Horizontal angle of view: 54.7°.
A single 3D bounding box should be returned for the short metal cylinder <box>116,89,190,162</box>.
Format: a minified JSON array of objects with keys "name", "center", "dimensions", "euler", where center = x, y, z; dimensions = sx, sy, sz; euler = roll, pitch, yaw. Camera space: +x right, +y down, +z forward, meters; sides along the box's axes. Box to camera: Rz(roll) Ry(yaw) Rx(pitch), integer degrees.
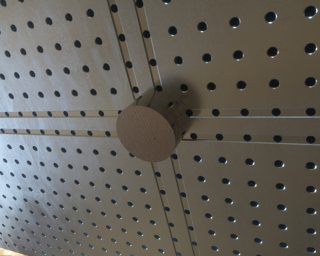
[{"name":"short metal cylinder","center":[-0.008,-0.003,0.396],"dimensions":[0.080,0.050,0.079],"euler":[13,124,20]}]
